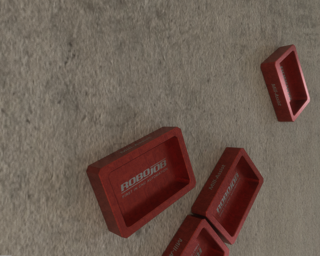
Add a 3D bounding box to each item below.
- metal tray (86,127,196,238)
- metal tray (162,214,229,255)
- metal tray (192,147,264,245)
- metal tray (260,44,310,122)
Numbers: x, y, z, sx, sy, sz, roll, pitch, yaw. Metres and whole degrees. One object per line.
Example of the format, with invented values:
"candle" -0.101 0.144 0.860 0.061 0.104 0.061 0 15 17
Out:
"metal tray" -0.017 0.062 0.389 0.131 0.030 0.089 -28 108 -37
"metal tray" 0.040 0.202 0.437 0.130 0.030 0.090 -51 120 -28
"metal tray" 0.113 0.106 0.499 0.090 0.030 0.130 51 60 -28
"metal tray" 0.252 -0.088 0.616 0.091 0.030 0.129 -40 115 -33
